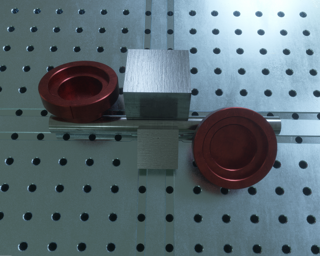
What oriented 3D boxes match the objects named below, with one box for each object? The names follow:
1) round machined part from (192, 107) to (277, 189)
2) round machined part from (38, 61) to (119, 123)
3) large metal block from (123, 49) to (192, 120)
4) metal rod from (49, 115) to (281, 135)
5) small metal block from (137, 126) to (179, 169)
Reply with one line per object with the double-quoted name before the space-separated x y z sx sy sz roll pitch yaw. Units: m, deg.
"round machined part" 0.088 0.022 0.382 0.099 0.042 0.097 0 95 0
"round machined part" -0.102 -0.044 0.404 0.099 0.042 0.098 0 44 0
"large metal block" -0.003 -0.058 0.407 0.081 0.050 0.080 1 52 0
"metal rod" 0.007 -0.004 0.414 0.302 0.025 0.025 1 70 0
"small metal block" -0.003 0.024 0.392 0.050 0.025 0.050 1 99 0
